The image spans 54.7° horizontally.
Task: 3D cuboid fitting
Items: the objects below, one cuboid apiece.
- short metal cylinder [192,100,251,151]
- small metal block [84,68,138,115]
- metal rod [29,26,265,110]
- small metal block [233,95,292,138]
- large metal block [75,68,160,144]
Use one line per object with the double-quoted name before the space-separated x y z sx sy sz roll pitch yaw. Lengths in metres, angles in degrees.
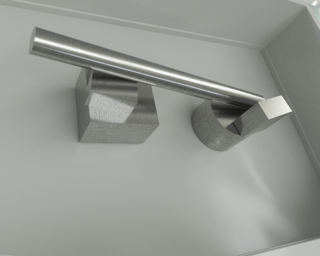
"short metal cylinder" 0.094 -0.013 0.448 0.081 0.050 0.080 14 56 -21
"small metal block" -0.052 -0.047 0.341 0.050 0.025 0.050 12 56 -22
"metal rod" 0.012 -0.056 0.356 0.302 0.025 0.025 10 57 -32
"small metal block" 0.133 -0.015 0.405 0.050 0.050 0.025 -16 70 -35
"large metal block" -0.054 -0.028 0.375 0.081 0.050 0.080 3 61 -27
